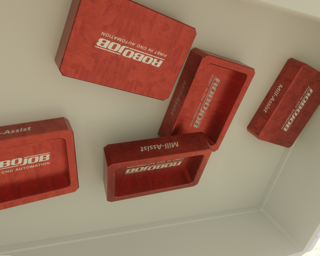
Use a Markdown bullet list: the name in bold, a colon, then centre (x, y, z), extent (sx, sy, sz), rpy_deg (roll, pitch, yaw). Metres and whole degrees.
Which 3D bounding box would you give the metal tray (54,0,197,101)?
- **metal tray**: centre (-0.034, -0.087, 0.333), extent (0.131, 0.030, 0.089), rpy_deg (11, 113, -33)

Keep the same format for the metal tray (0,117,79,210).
- **metal tray**: centre (-0.162, 0.043, 0.343), extent (0.131, 0.030, 0.089), rpy_deg (-11, 123, -23)

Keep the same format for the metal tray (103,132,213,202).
- **metal tray**: centre (-0.006, 0.052, 0.405), extent (0.131, 0.030, 0.089), rpy_deg (-7, 141, -17)

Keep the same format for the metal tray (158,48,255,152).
- **metal tray**: centre (0.062, -0.033, 0.418), extent (0.091, 0.030, 0.129), rpy_deg (8, 114, -32)

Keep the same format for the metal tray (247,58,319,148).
- **metal tray**: centre (0.209, -0.036, 0.497), extent (0.091, 0.030, 0.129), rpy_deg (15, 111, -34)
